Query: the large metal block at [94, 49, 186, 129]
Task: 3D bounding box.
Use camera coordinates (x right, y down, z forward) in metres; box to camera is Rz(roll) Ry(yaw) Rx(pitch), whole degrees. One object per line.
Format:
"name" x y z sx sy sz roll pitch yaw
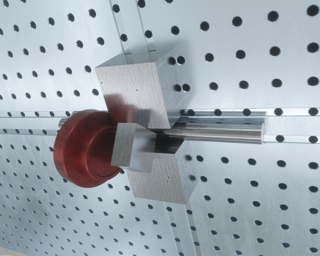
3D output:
"large metal block" -0.022 -0.046 0.378 0.080 0.050 0.080 1 119 28

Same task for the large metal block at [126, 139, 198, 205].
"large metal block" 0.001 0.053 0.428 0.080 0.050 0.080 1 119 27

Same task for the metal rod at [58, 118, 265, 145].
"metal rod" -0.017 0.001 0.421 0.300 0.025 0.025 2 120 27

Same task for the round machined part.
"round machined part" -0.077 0.028 0.384 0.042 0.099 0.097 13 125 38

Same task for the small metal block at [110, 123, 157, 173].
"small metal block" -0.030 0.025 0.369 0.025 0.050 0.050 1 75 28
